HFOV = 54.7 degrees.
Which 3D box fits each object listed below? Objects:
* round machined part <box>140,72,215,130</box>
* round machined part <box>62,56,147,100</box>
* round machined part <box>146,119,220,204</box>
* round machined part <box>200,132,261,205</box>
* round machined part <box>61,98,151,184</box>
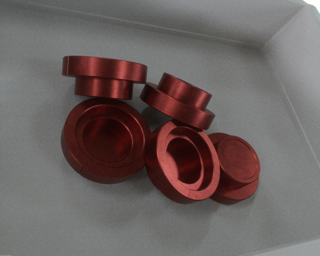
[{"bbox_3d":[0.027,-0.038,0.397,0.098,0.042,0.098,25,11,-5],"label":"round machined part"},{"bbox_3d":[-0.066,-0.057,0.370,0.099,0.098,0.042,2,96,-27],"label":"round machined part"},{"bbox_3d":[0.022,0.041,0.366,0.099,0.042,0.098,21,55,-34],"label":"round machined part"},{"bbox_3d":[0.094,0.049,0.415,0.099,0.042,0.098,14,56,-21],"label":"round machined part"},{"bbox_3d":[-0.061,0.017,0.349,0.099,0.042,0.098,14,56,-21],"label":"round machined part"}]
